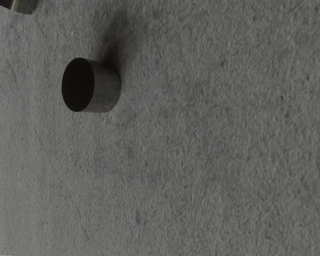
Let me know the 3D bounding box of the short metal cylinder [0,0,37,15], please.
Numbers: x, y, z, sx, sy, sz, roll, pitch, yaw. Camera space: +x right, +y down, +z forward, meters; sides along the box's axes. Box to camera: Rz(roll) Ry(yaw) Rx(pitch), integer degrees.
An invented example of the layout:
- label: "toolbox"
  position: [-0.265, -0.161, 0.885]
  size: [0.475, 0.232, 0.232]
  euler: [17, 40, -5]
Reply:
- label: "short metal cylinder"
  position: [-0.279, -0.261, 0.596]
  size: [0.080, 0.081, 0.050]
  euler: [43, 116, 31]

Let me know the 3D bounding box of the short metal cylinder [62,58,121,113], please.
- label: "short metal cylinder"
  position: [-0.105, -0.063, 0.473]
  size: [0.080, 0.050, 0.079]
  euler: [0, 90, 39]
